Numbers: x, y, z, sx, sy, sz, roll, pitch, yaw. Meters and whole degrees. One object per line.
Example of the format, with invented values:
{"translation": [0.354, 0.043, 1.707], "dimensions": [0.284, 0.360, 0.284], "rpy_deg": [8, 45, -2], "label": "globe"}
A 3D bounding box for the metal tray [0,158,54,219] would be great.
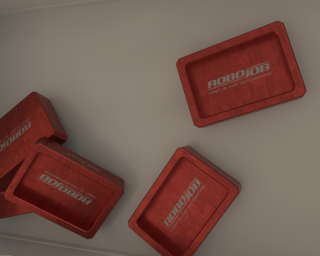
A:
{"translation": [-0.209, 0.085, 0.480], "dimensions": [0.130, 0.030, 0.090], "rpy_deg": [-15, 85, 19], "label": "metal tray"}

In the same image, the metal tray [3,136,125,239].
{"translation": [-0.126, 0.082, 0.418], "dimensions": [0.130, 0.030, 0.090], "rpy_deg": [32, 100, -12], "label": "metal tray"}

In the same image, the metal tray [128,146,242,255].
{"translation": [0.030, 0.099, 0.396], "dimensions": [0.090, 0.030, 0.129], "rpy_deg": [36, 101, 16], "label": "metal tray"}

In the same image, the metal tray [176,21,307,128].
{"translation": [0.094, -0.060, 0.374], "dimensions": [0.130, 0.030, 0.090], "rpy_deg": [-18, 84, 18], "label": "metal tray"}

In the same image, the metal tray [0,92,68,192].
{"translation": [-0.208, 0.019, 0.454], "dimensions": [0.130, 0.030, 0.090], "rpy_deg": [-38, 61, 5], "label": "metal tray"}
